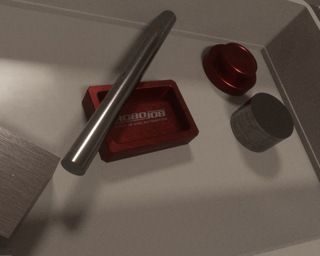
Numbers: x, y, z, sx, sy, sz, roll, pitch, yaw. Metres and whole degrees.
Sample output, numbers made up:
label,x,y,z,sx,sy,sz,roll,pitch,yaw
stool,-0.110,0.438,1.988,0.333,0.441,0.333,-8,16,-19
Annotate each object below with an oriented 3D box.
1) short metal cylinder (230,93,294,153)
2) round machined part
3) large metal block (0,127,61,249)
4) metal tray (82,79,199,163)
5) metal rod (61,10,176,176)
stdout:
label,x,y,z,sx,sy,sz,roll,pitch,yaw
short metal cylinder,0.158,-0.008,0.482,0.081,0.050,0.080,14,56,-21
round machined part,0.127,-0.107,0.531,0.099,0.042,0.098,14,56,-21
large metal block,-0.151,0.049,0.279,0.080,0.050,0.080,30,52,-9
metal tray,-0.023,-0.014,0.399,0.131,0.030,0.090,-11,67,-33
metal rod,-0.035,-0.067,0.390,0.025,0.025,0.301,32,50,-8
